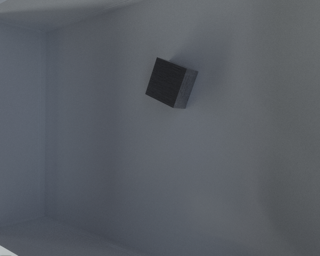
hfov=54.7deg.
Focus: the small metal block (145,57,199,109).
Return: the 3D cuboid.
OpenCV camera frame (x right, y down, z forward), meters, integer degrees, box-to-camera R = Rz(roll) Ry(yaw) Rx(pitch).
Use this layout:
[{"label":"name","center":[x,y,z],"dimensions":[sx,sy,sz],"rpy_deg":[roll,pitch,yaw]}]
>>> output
[{"label":"small metal block","center":[0.014,-0.057,0.393],"dimensions":[0.050,0.025,0.050],"rpy_deg":[30,108,35]}]
